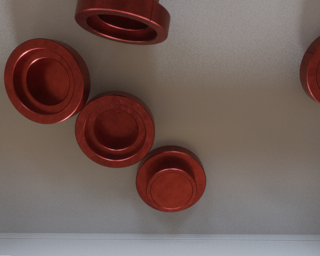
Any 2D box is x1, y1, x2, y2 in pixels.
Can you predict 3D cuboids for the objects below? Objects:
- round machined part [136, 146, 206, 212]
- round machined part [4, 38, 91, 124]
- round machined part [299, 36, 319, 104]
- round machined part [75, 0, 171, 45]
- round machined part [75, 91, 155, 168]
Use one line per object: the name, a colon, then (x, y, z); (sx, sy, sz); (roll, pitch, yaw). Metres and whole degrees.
round machined part: (0.016, 0.077, 0.431); (0.099, 0.042, 0.097); (0, 110, -1)
round machined part: (-0.130, -0.056, 0.372); (0.098, 0.042, 0.097); (2, 102, 10)
round machined part: (0.219, -0.074, 0.378); (0.099, 0.042, 0.097); (0, 110, -1)
round machined part: (-0.037, -0.125, 0.330); (0.099, 0.098, 0.042); (9, 88, -4)
round machined part: (-0.056, -0.001, 0.401); (0.099, 0.042, 0.097); (0, 110, -1)
